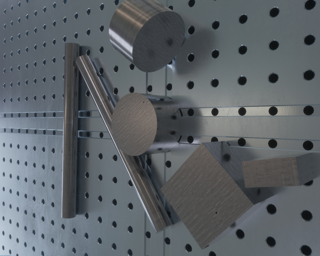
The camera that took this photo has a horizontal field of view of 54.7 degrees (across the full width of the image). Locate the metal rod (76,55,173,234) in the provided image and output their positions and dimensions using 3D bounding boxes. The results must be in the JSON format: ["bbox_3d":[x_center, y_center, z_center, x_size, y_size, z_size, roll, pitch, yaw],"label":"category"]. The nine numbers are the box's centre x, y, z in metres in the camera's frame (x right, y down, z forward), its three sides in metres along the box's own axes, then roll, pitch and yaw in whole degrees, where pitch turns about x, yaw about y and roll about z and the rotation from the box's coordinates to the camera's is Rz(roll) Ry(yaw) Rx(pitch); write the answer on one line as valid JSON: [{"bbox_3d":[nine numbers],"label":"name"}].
[{"bbox_3d":[-0.061,0.010,0.459,0.025,0.025,0.299,-43,64,31],"label":"metal rod"}]

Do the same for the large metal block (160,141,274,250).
[{"bbox_3d":[0.060,0.071,0.343,0.080,0.050,0.080,52,120,27],"label":"large metal block"}]

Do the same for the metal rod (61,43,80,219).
[{"bbox_3d":[-0.155,0.005,0.536,0.025,0.025,0.298,3,92,40],"label":"metal rod"}]

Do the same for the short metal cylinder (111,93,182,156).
[{"bbox_3d":[-0.018,-0.005,0.408,0.080,0.050,0.079,0,90,40],"label":"short metal cylinder"}]

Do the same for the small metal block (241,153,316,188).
[{"bbox_3d":[0.115,0.040,0.299,0.050,0.050,0.025,-11,83,39],"label":"small metal block"}]

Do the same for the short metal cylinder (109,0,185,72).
[{"bbox_3d":[-0.016,-0.117,0.386,0.050,0.081,0.080,44,117,31],"label":"short metal cylinder"}]
